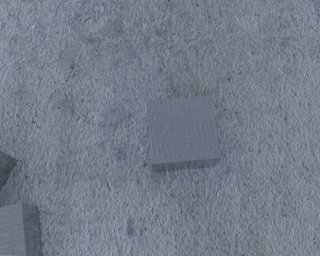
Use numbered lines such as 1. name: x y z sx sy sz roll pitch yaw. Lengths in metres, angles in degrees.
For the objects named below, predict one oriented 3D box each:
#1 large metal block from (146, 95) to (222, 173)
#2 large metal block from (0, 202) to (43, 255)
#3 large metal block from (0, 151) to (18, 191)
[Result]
1. large metal block: 0.027 0.009 0.392 0.081 0.050 0.080 -5 70 -2
2. large metal block: -0.181 0.135 0.344 0.081 0.050 0.080 -13 71 -5
3. large metal block: -0.238 0.055 0.373 0.080 0.050 0.080 20 71 7
